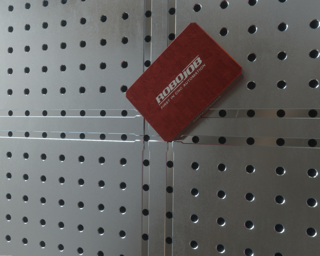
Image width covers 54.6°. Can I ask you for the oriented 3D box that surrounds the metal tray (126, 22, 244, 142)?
[{"bbox_3d":[0.030,-0.056,0.400,0.130,0.030,0.090,-45,76,14],"label":"metal tray"}]
